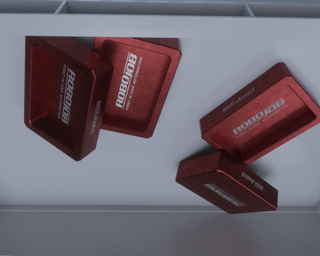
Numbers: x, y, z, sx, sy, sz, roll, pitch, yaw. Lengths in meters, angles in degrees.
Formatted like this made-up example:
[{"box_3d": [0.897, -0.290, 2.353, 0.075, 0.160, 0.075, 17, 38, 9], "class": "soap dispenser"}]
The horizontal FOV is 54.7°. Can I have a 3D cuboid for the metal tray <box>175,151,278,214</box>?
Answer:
[{"box_3d": [0.099, 0.086, 0.458, 0.130, 0.030, 0.090, 35, 144, -26], "class": "metal tray"}]

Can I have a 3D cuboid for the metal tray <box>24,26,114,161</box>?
[{"box_3d": [-0.107, -0.034, 0.347, 0.090, 0.030, 0.129, 32, 130, 13], "class": "metal tray"}]

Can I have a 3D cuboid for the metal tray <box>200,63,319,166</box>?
[{"box_3d": [0.128, -0.010, 0.397, 0.090, 0.030, 0.130, 37, 121, -27], "class": "metal tray"}]

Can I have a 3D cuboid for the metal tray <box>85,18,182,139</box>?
[{"box_3d": [-0.037, -0.051, 0.361, 0.091, 0.030, 0.129, 12, 129, -11], "class": "metal tray"}]

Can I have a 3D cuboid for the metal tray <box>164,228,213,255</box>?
[{"box_3d": [0.059, 0.253, 0.624, 0.090, 0.030, 0.129, -5, 130, 4], "class": "metal tray"}]
